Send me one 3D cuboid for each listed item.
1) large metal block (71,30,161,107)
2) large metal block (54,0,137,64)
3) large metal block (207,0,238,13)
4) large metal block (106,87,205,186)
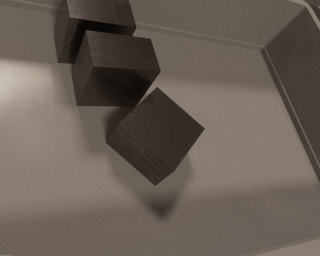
[{"bbox_3d":[-0.057,-0.069,0.383,0.081,0.080,0.050,-2,63,-29],"label":"large metal block"},{"bbox_3d":[-0.087,-0.126,0.401,0.081,0.080,0.050,-1,63,-29],"label":"large metal block"},{"bbox_3d":[0.134,-0.299,0.630,0.050,0.080,0.080,8,58,-25],"label":"large metal block"},{"bbox_3d":[-0.005,0.009,0.383,0.080,0.050,0.080,41,51,0],"label":"large metal block"}]
